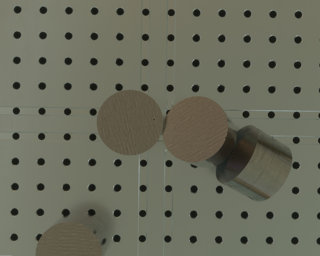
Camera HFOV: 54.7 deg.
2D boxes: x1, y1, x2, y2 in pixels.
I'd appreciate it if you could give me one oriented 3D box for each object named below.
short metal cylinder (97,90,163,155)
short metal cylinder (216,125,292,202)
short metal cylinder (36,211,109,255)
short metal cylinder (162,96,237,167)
[{"bbox_3d":[-0.036,-0.007,0.400,0.081,0.050,0.079,0,90,0],"label":"short metal cylinder"},{"bbox_3d":[0.114,0.043,0.383,0.050,0.080,0.080,30,90,-11],"label":"short metal cylinder"},{"bbox_3d":[-0.110,0.153,0.400,0.081,0.050,0.079,0,90,0],"label":"short metal cylinder"},{"bbox_3d":[0.050,0.006,0.385,0.080,0.050,0.080,-7,73,23],"label":"short metal cylinder"}]
